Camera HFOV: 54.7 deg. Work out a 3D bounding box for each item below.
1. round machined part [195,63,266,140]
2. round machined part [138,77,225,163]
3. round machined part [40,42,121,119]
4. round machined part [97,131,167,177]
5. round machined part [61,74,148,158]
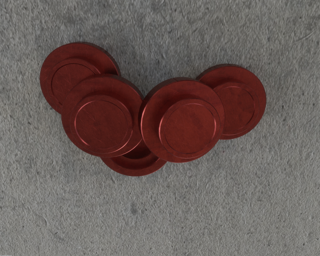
[{"bbox_3d":[0.086,-0.030,0.392,0.099,0.042,0.097,0,110,-1],"label":"round machined part"},{"bbox_3d":[0.027,-0.005,0.345,0.099,0.042,0.097,-5,109,-13],"label":"round machined part"},{"bbox_3d":[-0.098,-0.054,0.380,0.099,0.042,0.097,0,110,-1],"label":"round machined part"},{"bbox_3d":[-0.032,0.011,0.405,0.099,0.042,0.097,0,110,-1],"label":"round machined part"},{"bbox_3d":[-0.063,-0.010,0.352,0.099,0.042,0.097,0,110,-1],"label":"round machined part"}]
